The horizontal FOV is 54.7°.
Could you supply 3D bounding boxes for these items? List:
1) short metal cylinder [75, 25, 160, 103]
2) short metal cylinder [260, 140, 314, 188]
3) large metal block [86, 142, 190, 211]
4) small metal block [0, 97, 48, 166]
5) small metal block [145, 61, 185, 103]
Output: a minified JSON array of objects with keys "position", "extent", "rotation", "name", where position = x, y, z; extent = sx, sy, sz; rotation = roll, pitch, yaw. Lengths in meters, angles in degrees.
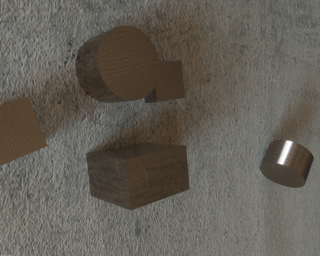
[{"position":[-0.047,-0.069,0.350],"extent":[0.081,0.050,0.079],"rotation":[0,90,-40],"name":"short metal cylinder"},{"position":[0.231,0.066,0.567],"extent":[0.080,0.080,0.050],"rotation":[47,62,-30],"name":"short metal cylinder"},{"position":[-0.025,0.049,0.350],"extent":[0.081,0.080,0.050],"rotation":[-9,96,-40],"name":"large metal block"},{"position":[-0.141,0.003,0.287],"extent":[0.050,0.025,0.050],"rotation":[-27,107,-37],"name":"small metal block"},{"position":[0.004,-0.061,0.410],"extent":[0.050,0.025,0.050],"rotation":[-13,99,-40],"name":"small metal block"}]
